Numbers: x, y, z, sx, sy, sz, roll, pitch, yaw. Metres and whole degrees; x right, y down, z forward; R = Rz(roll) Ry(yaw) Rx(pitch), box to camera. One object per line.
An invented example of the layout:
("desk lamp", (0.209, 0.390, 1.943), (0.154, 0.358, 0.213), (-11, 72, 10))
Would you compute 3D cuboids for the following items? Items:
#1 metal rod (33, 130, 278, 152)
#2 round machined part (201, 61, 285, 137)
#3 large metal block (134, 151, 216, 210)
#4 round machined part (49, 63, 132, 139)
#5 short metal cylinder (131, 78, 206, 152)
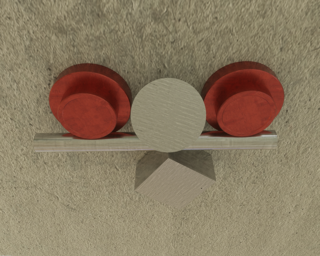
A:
("metal rod", (-0.006, 0.017, 0.395), (0.302, 0.025, 0.025), (-1, 130, 0))
("round machined part", (0.101, -0.028, 0.375), (0.099, 0.042, 0.097), (0, 130, 0))
("large metal block", (0.020, 0.064, 0.444), (0.080, 0.050, 0.080), (28, 125, -22))
("round machined part", (-0.084, -0.025, 0.375), (0.099, 0.042, 0.097), (0, 130, 0))
("short metal cylinder", (0.009, -0.015, 0.355), (0.080, 0.050, 0.079), (0, 95, 0))
